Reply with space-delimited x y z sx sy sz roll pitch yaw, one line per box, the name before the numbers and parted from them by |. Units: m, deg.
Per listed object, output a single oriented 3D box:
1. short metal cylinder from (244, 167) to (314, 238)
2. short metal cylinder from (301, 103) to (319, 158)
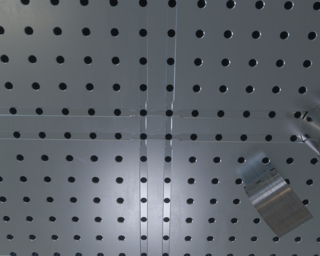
short metal cylinder | 0.160 0.100 0.423 0.050 0.080 0.080 -38 106 13
short metal cylinder | 0.236 0.007 0.405 0.081 0.050 0.079 0 110 0
